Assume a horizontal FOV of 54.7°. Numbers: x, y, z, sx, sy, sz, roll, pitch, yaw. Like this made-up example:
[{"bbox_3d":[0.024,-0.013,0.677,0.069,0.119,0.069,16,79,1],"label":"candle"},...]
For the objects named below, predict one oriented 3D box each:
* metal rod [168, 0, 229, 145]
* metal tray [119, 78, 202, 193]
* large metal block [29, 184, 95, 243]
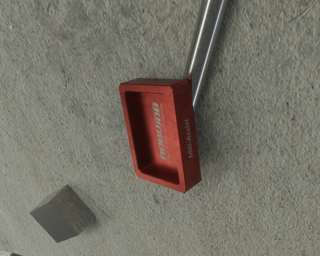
[{"bbox_3d":[0.039,-0.059,0.348,0.025,0.025,0.298,23,127,14],"label":"metal rod"},{"bbox_3d":[0.000,0.007,0.378,0.090,0.030,0.129,10,116,43],"label":"metal tray"},{"bbox_3d":[-0.185,0.163,0.587,0.080,0.050,0.080,-31,102,37],"label":"large metal block"}]
